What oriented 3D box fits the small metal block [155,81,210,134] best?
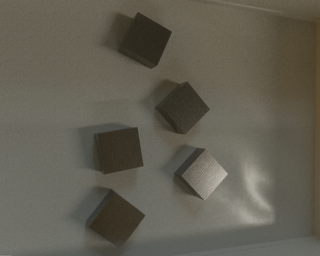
[{"bbox_3d":[0.031,-0.027,0.422,0.050,0.025,0.050,-45,104,-15],"label":"small metal block"}]

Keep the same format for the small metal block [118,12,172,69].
[{"bbox_3d":[-0.020,-0.113,0.403,0.050,0.025,0.050,25,82,-18],"label":"small metal block"}]

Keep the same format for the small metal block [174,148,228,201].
[{"bbox_3d":[0.057,0.063,0.432,0.050,0.025,0.050,-46,104,-14],"label":"small metal block"}]

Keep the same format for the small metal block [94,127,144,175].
[{"bbox_3d":[-0.052,0.027,0.391,0.050,0.025,0.050,-10,94,-20],"label":"small metal block"}]

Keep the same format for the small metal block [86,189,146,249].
[{"bbox_3d":[-0.056,0.114,0.390,0.050,0.025,0.050,42,77,-15],"label":"small metal block"}]
